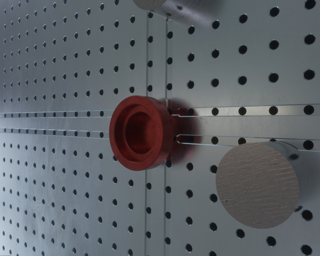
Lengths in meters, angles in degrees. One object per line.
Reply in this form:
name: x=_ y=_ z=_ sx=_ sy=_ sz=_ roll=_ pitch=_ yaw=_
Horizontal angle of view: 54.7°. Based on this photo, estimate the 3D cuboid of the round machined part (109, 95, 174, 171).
round machined part: x=-0.020 y=0.006 z=0.415 sx=0.098 sy=0.042 sz=0.097 roll=0 pitch=90 yaw=40

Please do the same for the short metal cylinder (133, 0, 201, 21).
short metal cylinder: x=0.009 y=-0.181 z=0.386 sx=0.080 sy=0.050 sz=0.079 roll=0 pitch=90 yaw=40

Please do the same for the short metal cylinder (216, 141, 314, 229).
short metal cylinder: x=0.103 y=0.053 z=0.308 sx=0.080 sy=0.050 sz=0.079 roll=0 pitch=90 yaw=40
